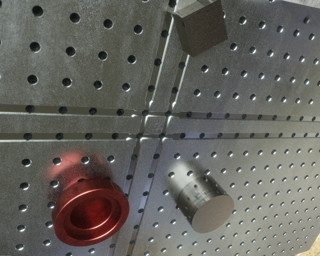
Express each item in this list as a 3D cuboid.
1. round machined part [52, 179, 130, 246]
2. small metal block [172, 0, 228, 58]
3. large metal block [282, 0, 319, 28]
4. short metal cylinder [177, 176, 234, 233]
[{"bbox_3d":[-0.094,0.108,0.417,0.099,0.042,0.097,-14,125,-21],"label":"round machined part"},{"bbox_3d":[0.048,-0.120,0.365,0.050,0.025,0.050,-30,129,-10],"label":"small metal block"},{"bbox_3d":[0.220,-0.174,0.391,0.050,0.080,0.080,28,103,-38],"label":"large metal block"},{"bbox_3d":[0.076,0.128,0.518,0.081,0.050,0.079,-14,124,-21],"label":"short metal cylinder"}]
